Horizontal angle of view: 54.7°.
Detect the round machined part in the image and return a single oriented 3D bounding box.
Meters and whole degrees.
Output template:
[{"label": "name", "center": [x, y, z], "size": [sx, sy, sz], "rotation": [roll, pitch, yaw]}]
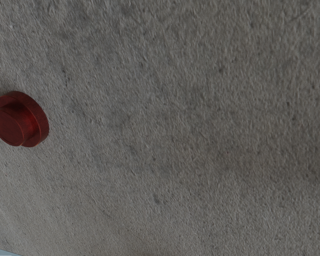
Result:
[{"label": "round machined part", "center": [-0.238, -0.008, 0.513], "size": [0.098, 0.042, 0.097], "rotation": [13, 124, 20]}]
